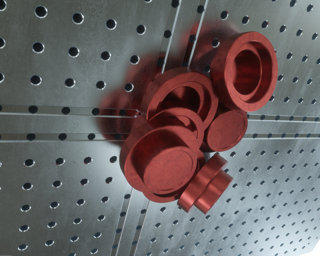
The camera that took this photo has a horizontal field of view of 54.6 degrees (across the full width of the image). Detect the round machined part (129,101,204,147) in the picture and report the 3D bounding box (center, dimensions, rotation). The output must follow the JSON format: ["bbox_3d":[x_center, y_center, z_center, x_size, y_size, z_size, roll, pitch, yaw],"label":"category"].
[{"bbox_3d":[0.005,0.008,0.407,0.099,0.042,0.097,-14,124,-21],"label":"round machined part"}]

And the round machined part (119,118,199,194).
[{"bbox_3d":[0.005,0.040,0.372,0.099,0.042,0.097,-14,124,-21],"label":"round machined part"}]

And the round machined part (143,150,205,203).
[{"bbox_3d":[0.011,0.055,0.439,0.099,0.042,0.097,-14,124,-21],"label":"round machined part"}]

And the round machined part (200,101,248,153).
[{"bbox_3d":[0.085,-0.005,0.442,0.099,0.042,0.097,-14,124,-21],"label":"round machined part"}]

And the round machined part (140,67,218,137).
[{"bbox_3d":[0.021,-0.031,0.392,0.099,0.042,0.097,-14,124,-21],"label":"round machined part"}]

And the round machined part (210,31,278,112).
[{"bbox_3d":[0.103,-0.071,0.397,0.099,0.042,0.097,-6,101,-34],"label":"round machined part"}]

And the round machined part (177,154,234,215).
[{"bbox_3d":[0.072,0.089,0.462,0.098,0.042,0.098,-46,162,-19],"label":"round machined part"}]
